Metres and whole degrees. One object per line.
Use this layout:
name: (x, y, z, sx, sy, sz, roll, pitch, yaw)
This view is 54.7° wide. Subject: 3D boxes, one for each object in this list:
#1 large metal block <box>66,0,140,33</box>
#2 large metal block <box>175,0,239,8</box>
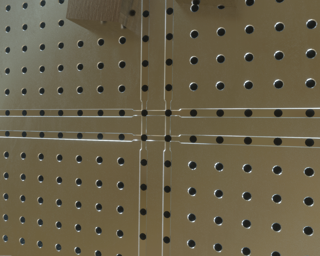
large metal block: (-0.074, -0.180, 0.424, 0.080, 0.050, 0.079, 11, 94, 19)
large metal block: (0.060, -0.199, 0.378, 0.080, 0.050, 0.079, 13, 94, 19)
